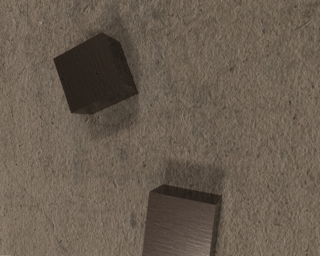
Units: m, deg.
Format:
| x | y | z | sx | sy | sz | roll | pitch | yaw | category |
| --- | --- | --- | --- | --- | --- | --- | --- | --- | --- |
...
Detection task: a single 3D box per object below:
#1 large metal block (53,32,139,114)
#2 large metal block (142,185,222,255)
| x | y | z | sx | sy | sz | roll | pitch | yaw | category |
| --- | --- | --- | --- | --- | --- | --- | --- | --- | --- |
| -0.087 | -0.071 | 0.425 | 0.080 | 0.050 | 0.080 | -22 | 83 | 18 | large metal block |
| 0.029 | 0.121 | 0.385 | 0.080 | 0.050 | 0.079 | 7 | 93 | 19 | large metal block |
